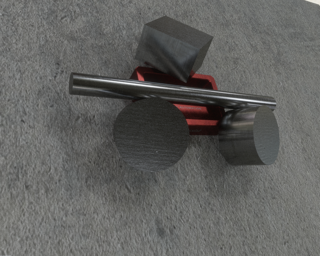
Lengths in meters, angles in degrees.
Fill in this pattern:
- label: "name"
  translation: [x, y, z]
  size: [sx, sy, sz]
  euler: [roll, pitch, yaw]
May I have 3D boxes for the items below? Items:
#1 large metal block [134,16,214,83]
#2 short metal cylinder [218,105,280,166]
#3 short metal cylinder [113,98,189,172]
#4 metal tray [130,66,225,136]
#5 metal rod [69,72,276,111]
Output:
- label: "large metal block"
  translation: [0.022, -0.116, 0.444]
  size: [0.080, 0.050, 0.080]
  euler: [27, 34, 8]
- label: "short metal cylinder"
  translation: [0.124, 0.012, 0.428]
  size: [0.081, 0.050, 0.080]
  euler: [8, 79, -47]
- label: "short metal cylinder"
  translation: [-0.012, 0.006, 0.355]
  size: [0.081, 0.050, 0.079]
  euler: [-1, 93, -11]
- label: "metal tray"
  translation: [0.027, -0.036, 0.439]
  size: [0.131, 0.030, 0.090]
  euler: [2, 61, -27]
- label: "metal rod"
  translation: [0.036, -0.043, 0.412]
  size: [0.302, 0.025, 0.025]
  euler: [3, 61, -27]
